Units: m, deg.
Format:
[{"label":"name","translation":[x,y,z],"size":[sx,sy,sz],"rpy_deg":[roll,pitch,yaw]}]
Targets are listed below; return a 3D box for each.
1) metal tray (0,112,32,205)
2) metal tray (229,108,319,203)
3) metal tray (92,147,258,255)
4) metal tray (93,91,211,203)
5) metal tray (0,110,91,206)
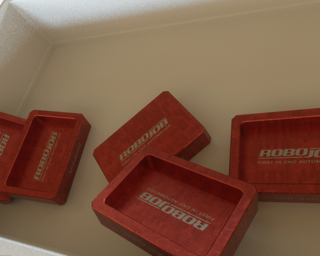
[{"label":"metal tray","translation":[-0.251,0.041,0.469],"size":[0.030,0.091,0.130],"rpy_deg":[135,149,-58]},{"label":"metal tray","translation":[0.139,0.027,0.312],"size":[0.130,0.030,0.090],"rpy_deg":[-4,60,25]},{"label":"metal tray","translation":[0.013,0.073,0.290],"size":[0.130,0.030,0.090],"rpy_deg":[18,49,34]},{"label":"metal tray","translation":[-0.013,0.023,0.394],"size":[0.130,0.030,0.090],"rpy_deg":[-40,51,0]},{"label":"metal tray","translation":[-0.163,0.039,0.447],"size":[0.090,0.030,0.130],"rpy_deg":[5,63,14]}]
